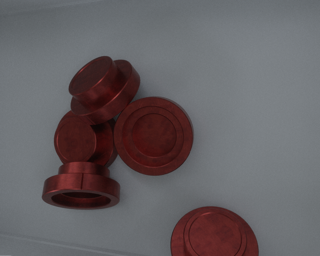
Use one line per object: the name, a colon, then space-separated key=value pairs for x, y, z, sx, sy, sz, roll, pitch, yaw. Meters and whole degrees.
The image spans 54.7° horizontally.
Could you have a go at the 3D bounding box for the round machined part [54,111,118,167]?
round machined part: x=-0.110 y=0.018 z=0.440 sx=0.098 sy=0.042 sz=0.097 roll=0 pitch=90 yaw=20

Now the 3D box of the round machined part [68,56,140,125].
round machined part: x=-0.078 y=-0.055 z=0.401 sx=0.098 sy=0.042 sz=0.098 roll=-21 pitch=42 yaw=21

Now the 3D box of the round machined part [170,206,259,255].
round machined part: x=0.061 y=0.131 z=0.350 sx=0.098 sy=0.098 sz=0.042 roll=15 pitch=139 yaw=19

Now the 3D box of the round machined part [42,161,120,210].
round machined part: x=-0.103 y=0.076 z=0.414 sx=0.098 sy=0.098 sz=0.042 roll=-12 pitch=59 yaw=19

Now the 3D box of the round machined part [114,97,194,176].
round machined part: x=-0.006 y=0.008 z=0.396 sx=0.098 sy=0.042 sz=0.097 roll=1 pitch=99 yaw=9
